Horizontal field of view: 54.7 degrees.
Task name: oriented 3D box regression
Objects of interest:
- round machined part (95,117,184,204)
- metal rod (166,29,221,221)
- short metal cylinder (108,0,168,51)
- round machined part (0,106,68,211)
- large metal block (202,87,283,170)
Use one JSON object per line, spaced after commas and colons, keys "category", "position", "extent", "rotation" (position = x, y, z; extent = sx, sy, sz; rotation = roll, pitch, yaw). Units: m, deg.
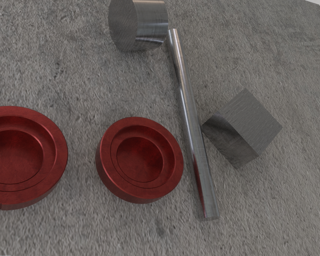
{"category": "round machined part", "position": [-0.026, 0.039, 0.355], "extent": [0.099, 0.042, 0.098], "rotation": [14, 56, -21]}
{"category": "metal rod", "position": [0.041, -0.023, 0.439], "extent": [0.025, 0.025, 0.299], "rotation": [6, 59, -25]}
{"category": "short metal cylinder", "position": [-0.033, -0.152, 0.444], "extent": [0.050, 0.080, 0.080], "rotation": [-15, 70, -34]}
{"category": "round machined part", "position": [-0.143, 0.031, 0.297], "extent": [0.099, 0.042, 0.098], "rotation": [14, 56, -21]}
{"category": "large metal block", "position": [0.118, 0.000, 0.451], "extent": [0.080, 0.050, 0.081], "rotation": [49, 51, 6]}
